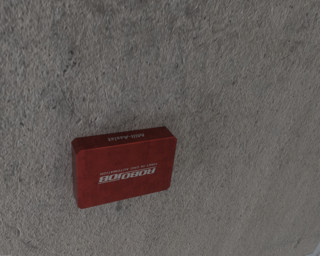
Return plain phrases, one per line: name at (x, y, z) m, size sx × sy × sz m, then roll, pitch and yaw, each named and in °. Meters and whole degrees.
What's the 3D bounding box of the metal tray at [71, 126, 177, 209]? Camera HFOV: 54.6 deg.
metal tray at (-0.046, 0.050, 0.409) m, size 0.131 × 0.030 × 0.089 m, roll -8°, pitch 122°, yaw -25°
